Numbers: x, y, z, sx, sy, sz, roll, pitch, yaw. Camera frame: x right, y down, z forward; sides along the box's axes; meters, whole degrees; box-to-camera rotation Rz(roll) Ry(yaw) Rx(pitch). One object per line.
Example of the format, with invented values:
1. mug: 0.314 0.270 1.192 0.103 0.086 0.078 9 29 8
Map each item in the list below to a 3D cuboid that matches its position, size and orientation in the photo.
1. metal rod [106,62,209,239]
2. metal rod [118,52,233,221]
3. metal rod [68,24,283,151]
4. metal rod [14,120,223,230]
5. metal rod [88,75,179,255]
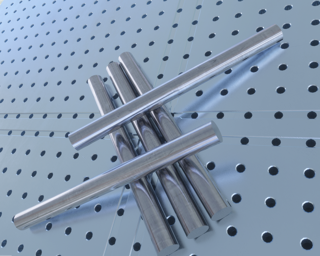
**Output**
1. metal rod: -0.018 0.005 0.413 0.025 0.025 0.300 -34 52 6
2. metal rod: 0.004 -0.012 0.412 0.025 0.025 0.300 -35 52 5
3. metal rod: 0.021 -0.053 0.402 0.301 0.025 0.025 -28 52 -1
4. metal rod: -0.066 0.066 0.374 0.300 0.025 0.025 -27 52 21
5. metal rod: -0.049 0.026 0.416 0.025 0.025 0.300 -34 52 6
